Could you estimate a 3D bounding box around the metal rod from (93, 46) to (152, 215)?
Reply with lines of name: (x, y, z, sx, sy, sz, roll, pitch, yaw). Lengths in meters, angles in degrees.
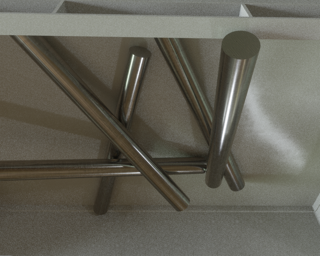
metal rod: (-0.061, 0.027, 0.430, 0.025, 0.025, 0.298, 12, 129, -10)

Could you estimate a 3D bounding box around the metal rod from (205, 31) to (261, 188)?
metal rod: (0.067, 0.012, 0.337, 0.025, 0.025, 0.299, -5, 153, 4)

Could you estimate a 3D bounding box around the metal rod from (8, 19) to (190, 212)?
metal rod: (-0.057, 0.002, 0.377, 0.025, 0.025, 0.300, -30, 115, 22)

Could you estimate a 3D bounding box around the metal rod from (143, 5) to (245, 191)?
metal rod: (0.058, -0.014, 0.398, 0.025, 0.025, 0.299, -20, 128, 15)

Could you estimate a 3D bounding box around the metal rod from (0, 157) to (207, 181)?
metal rod: (-0.081, 0.054, 0.413, 0.302, 0.025, 0.025, 1, 131, -17)
